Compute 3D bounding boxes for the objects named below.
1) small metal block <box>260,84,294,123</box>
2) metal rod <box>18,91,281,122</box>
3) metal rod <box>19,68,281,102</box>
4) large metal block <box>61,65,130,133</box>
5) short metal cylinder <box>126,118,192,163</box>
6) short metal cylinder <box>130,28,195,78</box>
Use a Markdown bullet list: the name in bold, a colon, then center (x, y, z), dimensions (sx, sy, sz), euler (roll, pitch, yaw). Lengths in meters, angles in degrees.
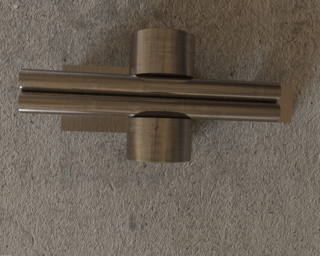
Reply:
- **small metal block**: center (0.146, -0.033, 0.413), dimensions (0.050, 0.025, 0.050), euler (3, 90, 0)
- **metal rod**: center (-0.005, -0.024, 0.366), dimensions (0.302, 0.025, 0.025), euler (2, 90, -8)
- **metal rod**: center (-0.004, -0.049, 0.366), dimensions (0.302, 0.025, 0.025), euler (2, 90, -8)
- **large metal block**: center (-0.078, -0.035, 0.398), dimensions (0.081, 0.050, 0.080), euler (2, 90, 0)
- **short metal cylinder**: center (-0.001, 0.013, 0.384), dimensions (0.081, 0.080, 0.050), euler (2, 90, 0)
- **short metal cylinder**: center (0.003, -0.086, 0.384), dimensions (0.081, 0.080, 0.050), euler (2, 90, 0)
